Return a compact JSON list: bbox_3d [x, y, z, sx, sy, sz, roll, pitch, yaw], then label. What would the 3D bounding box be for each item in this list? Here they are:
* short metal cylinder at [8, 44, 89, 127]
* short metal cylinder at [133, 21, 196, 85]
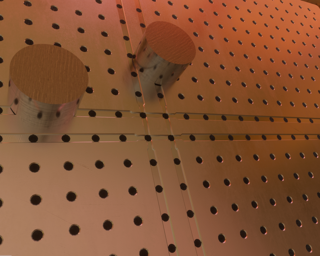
[{"bbox_3d":[-0.128,-0.048,0.352,0.081,0.050,0.080,14,56,-21],"label":"short metal cylinder"},{"bbox_3d":[0.006,-0.112,0.463,0.081,0.050,0.080,14,56,-21],"label":"short metal cylinder"}]
